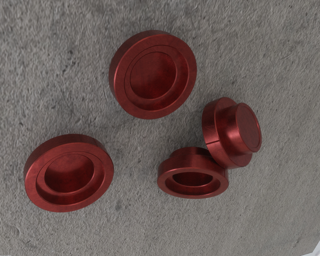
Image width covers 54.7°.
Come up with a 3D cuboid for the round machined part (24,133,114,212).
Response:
[{"bbox_3d":[-0.108,0.048,0.367,0.099,0.042,0.097,-14,124,-21],"label":"round machined part"}]

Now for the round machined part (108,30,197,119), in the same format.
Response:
[{"bbox_3d":[-0.011,-0.062,0.351,0.099,0.042,0.097,-14,124,-21],"label":"round machined part"}]

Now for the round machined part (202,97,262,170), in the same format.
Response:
[{"bbox_3d":[0.102,0.004,0.416,0.042,0.098,0.098,-20,142,39],"label":"round machined part"}]

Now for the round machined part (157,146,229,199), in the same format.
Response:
[{"bbox_3d":[0.046,0.061,0.439,0.099,0.042,0.098,3,144,2],"label":"round machined part"}]
